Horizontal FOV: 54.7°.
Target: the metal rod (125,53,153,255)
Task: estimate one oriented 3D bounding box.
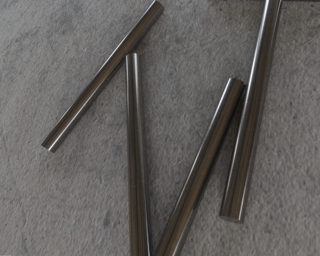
[{"bbox_3d":[-0.031,0.015,0.409,0.025,0.025,0.299,-18,55,18],"label":"metal rod"}]

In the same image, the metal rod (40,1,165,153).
[{"bbox_3d":[-0.087,-0.089,0.501,0.025,0.025,0.300,27,76,37],"label":"metal rod"}]

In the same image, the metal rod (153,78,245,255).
[{"bbox_3d":[0.034,0.074,0.339,0.025,0.025,0.300,13,68,33],"label":"metal rod"}]

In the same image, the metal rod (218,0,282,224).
[{"bbox_3d":[0.113,-0.040,0.368,0.025,0.025,0.300,4,63,30],"label":"metal rod"}]

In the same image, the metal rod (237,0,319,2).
[{"bbox_3d":[0.196,-0.181,0.412,0.300,0.025,0.025,18,71,34],"label":"metal rod"}]
